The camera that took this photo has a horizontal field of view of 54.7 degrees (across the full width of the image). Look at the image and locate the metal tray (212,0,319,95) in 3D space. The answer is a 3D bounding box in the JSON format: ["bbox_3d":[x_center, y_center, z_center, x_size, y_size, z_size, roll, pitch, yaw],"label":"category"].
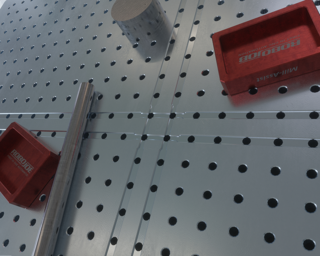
[{"bbox_3d":[0.138,-0.102,0.394,0.130,0.030,0.090,-16,55,19],"label":"metal tray"}]

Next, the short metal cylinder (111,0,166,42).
[{"bbox_3d":[-0.036,-0.195,0.531,0.080,0.050,0.080,-13,56,21],"label":"short metal cylinder"}]

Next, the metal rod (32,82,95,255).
[{"bbox_3d":[-0.135,0.062,0.441,0.025,0.025,0.299,-7,58,24],"label":"metal rod"}]

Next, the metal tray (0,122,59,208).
[{"bbox_3d":[-0.221,0.054,0.488,0.130,0.030,0.090,28,77,37],"label":"metal tray"}]
